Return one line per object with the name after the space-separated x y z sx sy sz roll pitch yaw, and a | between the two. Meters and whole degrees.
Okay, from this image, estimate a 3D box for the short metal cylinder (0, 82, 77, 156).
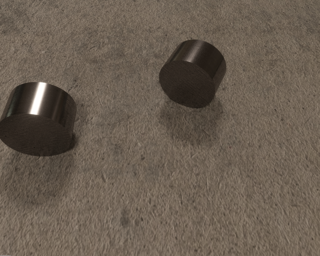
-0.145 -0.009 0.373 0.081 0.080 0.050 -2 50 -2 | short metal cylinder

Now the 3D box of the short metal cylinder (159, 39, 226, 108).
0.046 -0.075 0.431 0.080 0.080 0.050 19 53 15 | short metal cylinder
